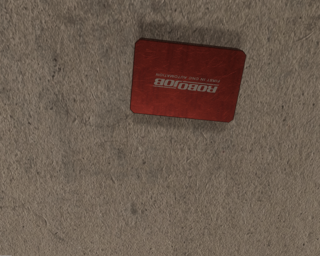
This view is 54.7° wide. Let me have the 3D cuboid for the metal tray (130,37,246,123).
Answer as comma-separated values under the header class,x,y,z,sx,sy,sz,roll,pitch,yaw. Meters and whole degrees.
class,x,y,z,sx,sy,sz,roll,pitch,yaw
metal tray,0.032,-0.059,0.386,0.131,0.030,0.089,6,110,-3
